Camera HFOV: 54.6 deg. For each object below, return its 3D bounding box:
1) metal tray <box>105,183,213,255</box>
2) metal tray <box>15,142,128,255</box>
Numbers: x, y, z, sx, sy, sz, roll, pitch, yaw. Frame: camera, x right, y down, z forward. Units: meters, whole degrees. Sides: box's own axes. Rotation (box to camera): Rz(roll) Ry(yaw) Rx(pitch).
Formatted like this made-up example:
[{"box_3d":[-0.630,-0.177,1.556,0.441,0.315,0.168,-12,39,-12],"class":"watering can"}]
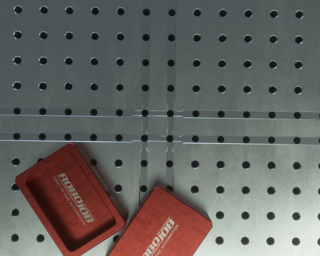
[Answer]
[{"box_3d":[-0.004,0.151,0.411,0.090,0.030,0.130,34,90,0],"class":"metal tray"},{"box_3d":[-0.114,0.095,0.410,0.090,0.030,0.130,-33,90,0],"class":"metal tray"}]
